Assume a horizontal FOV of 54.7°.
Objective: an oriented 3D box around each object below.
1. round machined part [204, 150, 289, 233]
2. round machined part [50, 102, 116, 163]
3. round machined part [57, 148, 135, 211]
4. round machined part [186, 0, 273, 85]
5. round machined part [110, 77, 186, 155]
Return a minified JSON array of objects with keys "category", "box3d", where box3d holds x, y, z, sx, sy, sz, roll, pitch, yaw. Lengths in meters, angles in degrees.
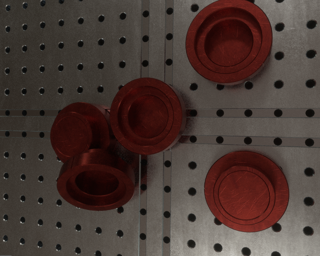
[{"category":"round machined part","box3d":[0.101,0.076,0.368,0.098,0.042,0.097,0,90,19]},{"category":"round machined part","box3d":[-0.116,0.011,0.443,0.098,0.042,0.097,0,90,19]},{"category":"round machined part","box3d":[-0.083,0.065,0.413,0.098,0.098,0.042,-24,38,18]},{"category":"round machined part","box3d":[0.084,-0.100,0.374,0.098,0.042,0.097,0,90,19]},{"category":"round machined part","box3d":[-0.013,-0.015,0.407,0.098,0.042,0.097,0,90,19]}]
